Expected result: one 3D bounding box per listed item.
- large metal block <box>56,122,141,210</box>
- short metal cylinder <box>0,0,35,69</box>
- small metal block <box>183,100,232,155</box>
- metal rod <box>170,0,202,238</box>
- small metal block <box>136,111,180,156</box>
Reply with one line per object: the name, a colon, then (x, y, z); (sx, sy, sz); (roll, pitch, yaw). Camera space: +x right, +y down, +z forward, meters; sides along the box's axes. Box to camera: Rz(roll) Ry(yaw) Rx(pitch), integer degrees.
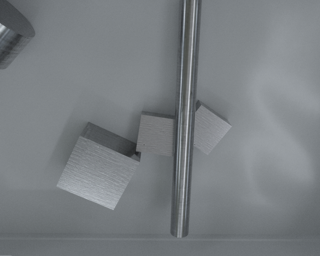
large metal block: (-0.079, 0.050, 0.415); (0.080, 0.050, 0.080); (26, 108, -10)
short metal cylinder: (-0.188, -0.111, 0.339); (0.050, 0.080, 0.080); (-43, 105, 14)
small metal block: (0.058, -0.001, 0.412); (0.050, 0.025, 0.050); (33, 106, -12)
metal rod: (0.030, 0.000, 0.385); (0.025, 0.025, 0.298); (1, 106, -1)
small metal block: (-0.003, 0.007, 0.411); (0.050, 0.025, 0.050); (8, 104, -4)
